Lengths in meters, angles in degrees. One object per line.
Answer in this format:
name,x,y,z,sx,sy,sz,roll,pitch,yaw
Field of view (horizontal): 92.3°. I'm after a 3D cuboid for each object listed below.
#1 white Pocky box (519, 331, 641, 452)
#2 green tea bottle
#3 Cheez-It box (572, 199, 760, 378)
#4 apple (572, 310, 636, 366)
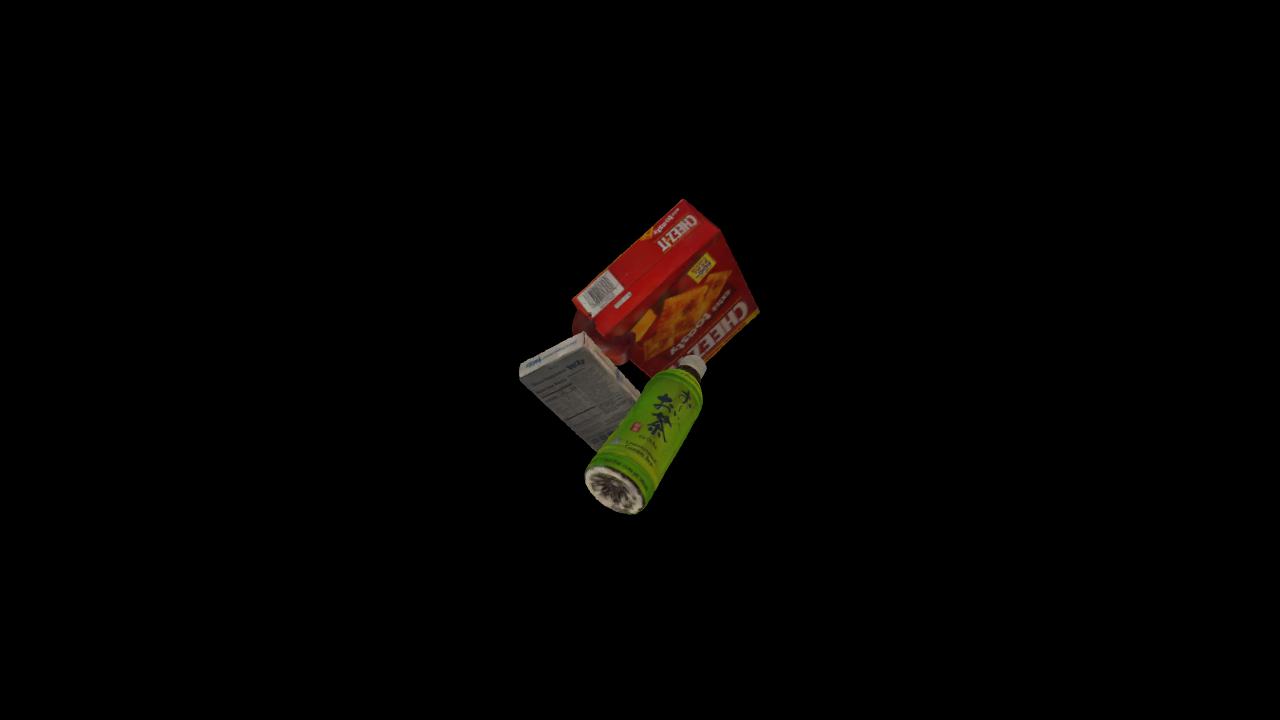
white Pocky box,-0.052,0.040,0.671,0.084,0.028,0.154,-26,-49,16
green tea bottle,0.020,0.068,0.664,0.073,0.073,0.212,0,34,32
Cheez-It box,0.043,-0.062,0.732,0.166,0.071,0.223,-42,-29,3
apple,-0.038,-0.037,0.675,0.079,0.093,0.079,9,-18,3
